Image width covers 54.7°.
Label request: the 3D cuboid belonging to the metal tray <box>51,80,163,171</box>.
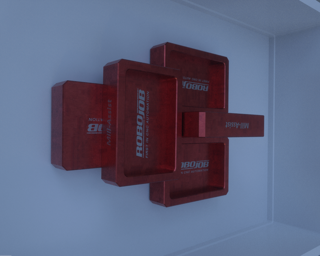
[{"bbox_3d":[-0.055,-0.002,0.355,0.131,0.030,0.089,0,90,-40],"label":"metal tray"}]

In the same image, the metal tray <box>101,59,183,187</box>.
[{"bbox_3d":[-0.018,-0.005,0.348,0.091,0.030,0.129,1,89,-40],"label":"metal tray"}]

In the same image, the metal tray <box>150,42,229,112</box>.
[{"bbox_3d":[0.046,-0.064,0.442,0.131,0.030,0.089,1,90,-40],"label":"metal tray"}]

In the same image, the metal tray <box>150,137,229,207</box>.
[{"bbox_3d":[0.046,0.056,0.442,0.131,0.030,0.089,1,90,-40],"label":"metal tray"}]

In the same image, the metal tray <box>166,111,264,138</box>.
[{"bbox_3d":[0.068,-0.004,0.420,0.131,0.090,0.030,1,90,-40],"label":"metal tray"}]
